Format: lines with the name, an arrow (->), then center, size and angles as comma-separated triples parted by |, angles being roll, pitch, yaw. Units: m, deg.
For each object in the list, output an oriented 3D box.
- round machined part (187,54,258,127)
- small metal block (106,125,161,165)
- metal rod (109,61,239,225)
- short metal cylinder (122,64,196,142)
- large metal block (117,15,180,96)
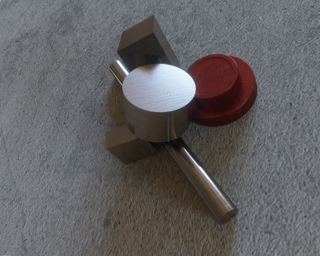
round machined part -> 0.069, -0.054, 0.390 | 0.098, 0.042, 0.098 | -13, 56, 20
small metal block -> -0.034, 0.020, 0.394 | 0.050, 0.050, 0.025 | -19, 54, 16
metal rod -> 0.000, -0.004, 0.407 | 0.025, 0.025, 0.300 | -38, 51, 2
short metal cylinder -> -0.002, -0.030, 0.360 | 0.081, 0.050, 0.080 | 2, 49, -2
large metal block -> -0.011, -0.095, 0.419 | 0.050, 0.080, 0.080 | -25, 31, 15
